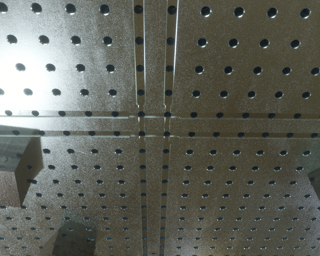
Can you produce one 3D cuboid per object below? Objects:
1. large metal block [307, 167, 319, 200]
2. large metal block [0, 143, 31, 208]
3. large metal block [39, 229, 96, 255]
[{"bbox_3d":[0.292,0.089,0.476,0.080,0.050,0.080,36,121,-27],"label":"large metal block"},{"bbox_3d":[-0.239,0.067,0.449,0.081,0.050,0.079,7,130,-7],"label":"large metal block"},{"bbox_3d":[-0.185,0.252,0.607,0.080,0.050,0.080,29,124,-23],"label":"large metal block"}]
